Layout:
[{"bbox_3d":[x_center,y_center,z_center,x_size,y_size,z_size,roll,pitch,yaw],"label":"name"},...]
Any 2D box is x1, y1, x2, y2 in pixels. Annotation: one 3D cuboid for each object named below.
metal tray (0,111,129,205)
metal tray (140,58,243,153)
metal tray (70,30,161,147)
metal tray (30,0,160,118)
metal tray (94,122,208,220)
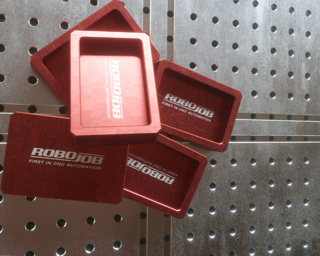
[{"bbox_3d":[-0.103,0.034,0.354,0.131,0.030,0.090,7,88,-6],"label":"metal tray"},{"bbox_3d":[0.041,-0.028,0.423,0.131,0.030,0.090,19,84,-19],"label":"metal tray"},{"bbox_3d":[-0.052,-0.046,0.345,0.091,0.030,0.130,-2,67,-13],"label":"metal tray"},{"bbox_3d":[-0.077,-0.083,0.380,0.130,0.030,0.090,-41,102,-15],"label":"metal tray"},{"bbox_3d":[-0.012,0.053,0.404,0.131,0.030,0.090,27,82,-18],"label":"metal tray"}]
